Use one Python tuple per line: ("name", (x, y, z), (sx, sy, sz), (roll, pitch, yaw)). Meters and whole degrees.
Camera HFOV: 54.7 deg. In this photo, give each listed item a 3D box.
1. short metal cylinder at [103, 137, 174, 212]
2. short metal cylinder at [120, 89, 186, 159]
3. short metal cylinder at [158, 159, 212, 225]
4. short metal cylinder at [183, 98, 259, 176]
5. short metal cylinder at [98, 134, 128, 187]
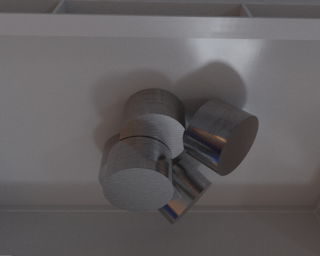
("short metal cylinder", (-0.024, 0.056, 0.371), (0.081, 0.050, 0.079), (0, 130, 0))
("short metal cylinder", (-0.008, -0.002, 0.389), (0.081, 0.050, 0.079), (0, 130, 0))
("short metal cylinder", (0.028, 0.090, 0.439), (0.050, 0.081, 0.079), (43, 128, 17))
("short metal cylinder", (0.074, 0.011, 0.374), (0.081, 0.050, 0.079), (-32, 139, -33))
("short metal cylinder", (-0.042, 0.053, 0.436), (0.081, 0.050, 0.079), (0, 130, 0))
